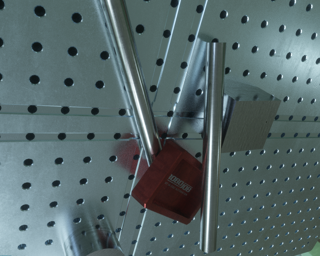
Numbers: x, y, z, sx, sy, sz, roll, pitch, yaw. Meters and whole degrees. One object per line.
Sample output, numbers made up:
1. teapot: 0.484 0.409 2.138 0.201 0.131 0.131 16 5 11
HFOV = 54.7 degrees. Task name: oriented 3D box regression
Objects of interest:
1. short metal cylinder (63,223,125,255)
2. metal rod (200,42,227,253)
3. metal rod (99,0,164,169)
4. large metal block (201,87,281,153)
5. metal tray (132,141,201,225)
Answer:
1. short metal cylinder: -0.098 0.188 0.458 0.081 0.050 0.079 -14 124 -21
2. metal rod: 0.071 0.037 0.426 0.025 0.025 0.298 -8 108 -24
3. metal rod: -0.033 -0.067 0.351 0.025 0.025 0.298 -24 127 -14
4. large metal block: 0.116 -0.013 0.450 0.081 0.050 0.079 -3 120 -27
5. metal tray: 0.028 0.084 0.449 0.090 0.030 0.130 -55 139 -4
